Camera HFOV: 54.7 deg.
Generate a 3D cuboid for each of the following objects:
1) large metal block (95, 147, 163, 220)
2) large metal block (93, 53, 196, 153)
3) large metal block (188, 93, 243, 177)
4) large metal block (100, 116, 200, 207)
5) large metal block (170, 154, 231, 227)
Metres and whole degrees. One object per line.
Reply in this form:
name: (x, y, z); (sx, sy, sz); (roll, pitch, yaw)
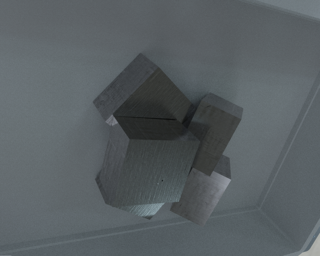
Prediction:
large metal block: (-0.025, 0.067, 0.416); (0.080, 0.050, 0.080); (34, 99, -39)
large metal block: (-0.017, -0.026, 0.367); (0.080, 0.050, 0.080); (-45, 130, 3)
large metal block: (0.065, 0.005, 0.403); (0.079, 0.050, 0.080); (-65, 171, 18)
large metal block: (-0.013, 0.036, 0.340); (0.081, 0.050, 0.079); (3, 116, -29)
large metal block: (0.060, 0.079, 0.446); (0.050, 0.080, 0.079); (26, 108, 3)
